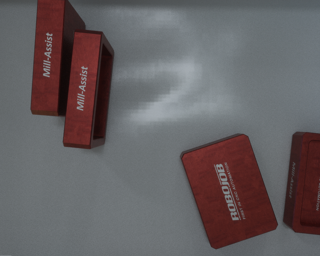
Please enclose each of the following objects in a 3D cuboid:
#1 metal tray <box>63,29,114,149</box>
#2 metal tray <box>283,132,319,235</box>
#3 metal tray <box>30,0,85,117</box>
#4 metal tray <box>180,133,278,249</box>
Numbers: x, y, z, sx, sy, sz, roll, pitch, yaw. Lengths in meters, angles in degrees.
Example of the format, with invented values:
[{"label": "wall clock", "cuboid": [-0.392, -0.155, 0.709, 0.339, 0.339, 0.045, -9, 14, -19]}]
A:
[{"label": "metal tray", "cuboid": [-0.084, -0.043, 0.378, 0.030, 0.090, 0.129, 6, 90, 0]}, {"label": "metal tray", "cuboid": [0.220, 0.074, 0.410, 0.091, 0.030, 0.129, 6, 90, 0]}, {"label": "metal tray", "cuboid": [-0.120, -0.079, 0.377, 0.030, 0.090, 0.129, 4, 90, 0]}, {"label": "metal tray", "cuboid": [0.089, 0.081, 0.409, 0.090, 0.030, 0.129, -19, 90, 0]}]
